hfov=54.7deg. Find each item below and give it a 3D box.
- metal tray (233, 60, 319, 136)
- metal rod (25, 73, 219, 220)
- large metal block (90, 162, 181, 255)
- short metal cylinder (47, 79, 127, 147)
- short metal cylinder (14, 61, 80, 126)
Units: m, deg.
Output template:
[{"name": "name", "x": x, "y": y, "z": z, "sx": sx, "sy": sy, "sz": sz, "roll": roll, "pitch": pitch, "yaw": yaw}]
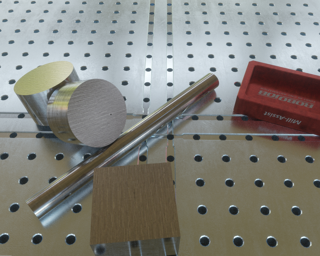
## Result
[{"name": "metal tray", "x": 0.181, "y": -0.045, "z": 0.443, "sx": 0.130, "sy": 0.030, "sz": 0.090, "roll": 17, "pitch": 52, "yaw": 14}, {"name": "metal rod", "x": -0.029, "y": 0.008, "z": 0.400, "sx": 0.302, "sy": 0.025, "sz": 0.025, "roll": -36, "pitch": 59, "yaw": -27}, {"name": "large metal block", "x": -0.025, "y": 0.085, "z": 0.319, "sx": 0.081, "sy": 0.050, "sz": 0.080, "roll": -4, "pitch": 50, "yaw": -4}, {"name": "short metal cylinder", "x": -0.088, "y": -0.018, "z": 0.377, "sx": 0.050, "sy": 0.080, "sz": 0.080, "roll": 3, "pitch": 41, "yaw": 45}, {"name": "short metal cylinder", "x": -0.144, "y": -0.048, "z": 0.417, "sx": 0.080, "sy": 0.050, "sz": 0.080, "roll": -11, "pitch": 39, "yaw": 9}]
